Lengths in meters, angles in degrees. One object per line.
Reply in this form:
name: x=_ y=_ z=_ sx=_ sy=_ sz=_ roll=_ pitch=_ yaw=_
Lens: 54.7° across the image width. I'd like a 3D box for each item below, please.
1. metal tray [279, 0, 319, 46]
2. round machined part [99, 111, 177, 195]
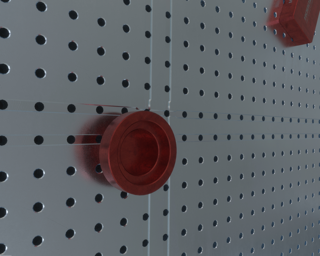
metal tray: x=0.302 y=-0.255 z=0.658 sx=0.090 sy=0.030 sz=0.130 roll=32 pitch=70 yaw=-35
round machined part: x=-0.030 y=0.029 z=0.373 sx=0.099 sy=0.042 sz=0.097 roll=0 pitch=90 yaw=-40
